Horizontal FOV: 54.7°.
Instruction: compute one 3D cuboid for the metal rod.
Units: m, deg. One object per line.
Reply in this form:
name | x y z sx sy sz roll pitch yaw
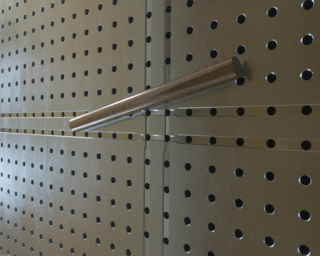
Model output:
metal rod | -0.029 -0.036 0.431 0.300 0.025 0.025 -15 81 38
